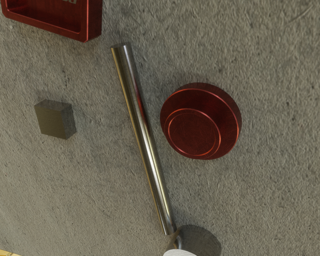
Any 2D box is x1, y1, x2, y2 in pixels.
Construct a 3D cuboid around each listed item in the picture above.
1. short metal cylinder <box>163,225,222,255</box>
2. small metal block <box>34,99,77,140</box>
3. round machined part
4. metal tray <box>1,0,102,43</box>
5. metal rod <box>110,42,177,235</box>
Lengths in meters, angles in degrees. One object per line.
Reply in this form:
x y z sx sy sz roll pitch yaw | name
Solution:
0.051 0.200 0.486 0.080 0.050 0.079 13 124 20 | short metal cylinder
-0.162 -0.014 0.481 0.050 0.025 0.050 11 123 21 | small metal block
0.044 -0.001 0.371 0.098 0.042 0.097 13 124 20 | round machined part
-0.132 -0.164 0.369 0.130 0.030 0.089 21 126 15 | metal tray
-0.016 0.032 0.433 0.025 0.025 0.298 1 119 27 | metal rod
